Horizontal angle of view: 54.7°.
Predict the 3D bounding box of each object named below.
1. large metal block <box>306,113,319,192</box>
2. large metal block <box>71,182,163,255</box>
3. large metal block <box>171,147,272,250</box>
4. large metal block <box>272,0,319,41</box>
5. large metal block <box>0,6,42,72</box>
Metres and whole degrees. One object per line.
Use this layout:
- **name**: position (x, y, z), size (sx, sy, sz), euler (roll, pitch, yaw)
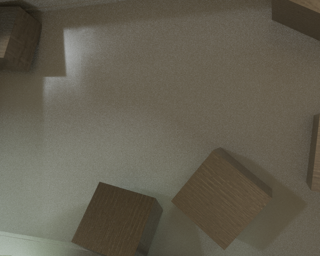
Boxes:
- **large metal block**: position (0.204, 0.029, 0.325), size (0.080, 0.050, 0.079), euler (6, 92, 20)
- **large metal block**: position (-0.051, 0.124, 0.397), size (0.080, 0.050, 0.080), euler (12, 62, 19)
- **large metal block**: position (0.075, 0.080, 0.371), size (0.080, 0.050, 0.080), euler (41, 103, 15)
- **large metal block**: position (0.167, -0.132, 0.322), size (0.080, 0.080, 0.050), euler (32, 101, 17)
- **large metal block**: position (-0.239, -0.135, 0.472), size (0.080, 0.050, 0.080), euler (7, 79, 19)
